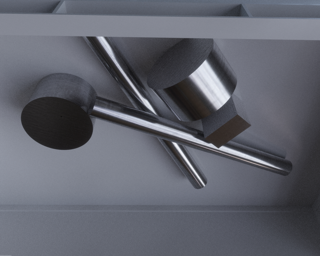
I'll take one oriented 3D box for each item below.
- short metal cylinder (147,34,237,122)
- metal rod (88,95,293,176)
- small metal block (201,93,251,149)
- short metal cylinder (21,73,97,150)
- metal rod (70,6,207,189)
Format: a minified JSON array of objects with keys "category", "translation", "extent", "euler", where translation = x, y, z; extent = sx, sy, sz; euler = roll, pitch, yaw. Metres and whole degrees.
[{"category":"short metal cylinder","translation":[0.033,-0.053,0.328],"extent":[0.080,0.080,0.050],"euler":[-29,125,22]},{"category":"metal rod","translation":[0.056,0.017,0.402],"extent":[0.302,0.025,0.025],"euler":[18,128,-24]},{"category":"small metal block","translation":[0.080,-0.011,0.385],"extent":[0.025,0.050,0.050],"euler":[35,122,-26]},{"category":"short metal cylinder","translation":[-0.118,-0.019,0.375],"extent":[0.081,0.050,0.079],"euler":[0,130,0]},{"category":"metal rod","translation":[-0.009,-0.015,0.395],"extent":[0.025,0.025,0.300],"euler":[-23,127,17]}]
